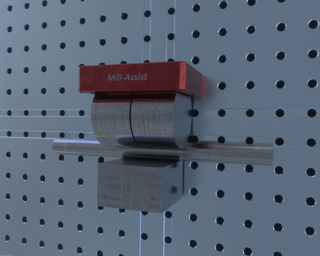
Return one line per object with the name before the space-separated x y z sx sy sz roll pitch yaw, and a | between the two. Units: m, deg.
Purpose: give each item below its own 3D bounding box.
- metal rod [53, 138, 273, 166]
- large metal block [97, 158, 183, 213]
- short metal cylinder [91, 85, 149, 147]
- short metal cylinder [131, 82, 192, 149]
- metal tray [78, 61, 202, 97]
metal rod | -0.010 0.029 0.412 0.301 0.025 0.025 1 91 19
large metal block | -0.022 0.067 0.386 0.080 0.080 0.050 1 91 20
short metal cylinder | -0.044 -0.016 0.396 0.050 0.080 0.079 1 90 20
short metal cylinder | 0.005 -0.016 0.379 0.050 0.080 0.079 2 91 20
metal tray | -0.021 -0.056 0.381 0.130 0.090 0.030 1 91 20
